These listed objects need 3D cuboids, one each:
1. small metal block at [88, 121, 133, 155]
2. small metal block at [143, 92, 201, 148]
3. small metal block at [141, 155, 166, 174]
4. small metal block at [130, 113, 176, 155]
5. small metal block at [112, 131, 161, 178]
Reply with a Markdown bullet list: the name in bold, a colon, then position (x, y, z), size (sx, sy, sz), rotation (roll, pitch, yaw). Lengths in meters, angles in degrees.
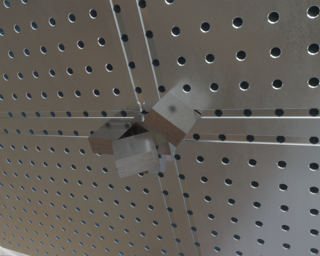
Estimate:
- **small metal block**: position (-0.064, 0.013, 0.437), size (0.050, 0.050, 0.025), rotation (2, 120, 28)
- **small metal block**: position (0.015, -0.012, 0.380), size (0.050, 0.050, 0.025), rotation (37, 128, 3)
- **small metal block**: position (-0.025, 0.048, 0.435), size (0.050, 0.050, 0.025), rotation (2, 88, 28)
- **small metal block**: position (-0.007, 0.008, 0.420), size (0.050, 0.025, 0.050), rotation (1, 119, 27)
- **small metal block**: position (-0.031, 0.032, 0.386), size (0.050, 0.050, 0.025), rotation (-15, 117, -6)
